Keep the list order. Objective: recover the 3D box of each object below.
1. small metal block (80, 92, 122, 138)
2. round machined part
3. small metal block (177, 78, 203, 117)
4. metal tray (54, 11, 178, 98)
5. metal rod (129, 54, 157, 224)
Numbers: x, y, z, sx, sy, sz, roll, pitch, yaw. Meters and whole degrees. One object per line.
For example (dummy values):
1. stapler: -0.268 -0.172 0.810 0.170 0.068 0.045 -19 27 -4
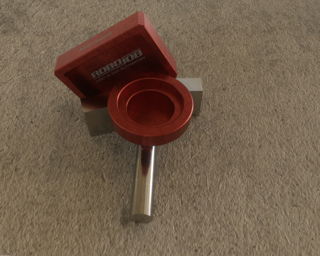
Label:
1. small metal block: -0.072 -0.018 0.402 0.050 0.050 0.025 -15 52 -13
2. round machined part: -0.011 -0.018 0.373 0.099 0.042 0.098 2 53 -2
3. small metal block: 0.030 -0.041 0.423 0.050 0.050 0.025 -1 50 -2
4. metal tray: -0.055 -0.078 0.397 0.130 0.090 0.030 -23 46 19
5. metal rod: -0.014 -0.019 0.421 0.025 0.025 0.300 2 50 1
